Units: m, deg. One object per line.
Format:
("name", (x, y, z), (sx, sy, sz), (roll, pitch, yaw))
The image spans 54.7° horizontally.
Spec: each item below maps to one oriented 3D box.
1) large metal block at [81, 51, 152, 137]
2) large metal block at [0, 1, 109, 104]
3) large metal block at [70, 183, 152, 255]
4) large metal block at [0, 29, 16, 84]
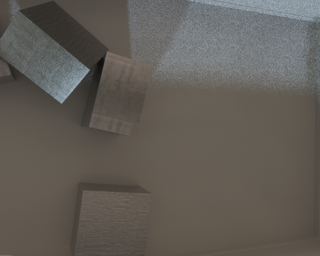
("large metal block", (-0.054, -0.035, 0.361), (0.050, 0.080, 0.080), (14, 86, -20))
("large metal block", (-0.110, -0.084, 0.333), (0.080, 0.080, 0.050), (40, 114, -16))
("large metal block", (-0.060, 0.113, 0.375), (0.081, 0.050, 0.080), (8, 88, -20))
("large metal block", (-0.206, -0.082, 0.321), (0.081, 0.050, 0.080), (-17, 96, -19))
